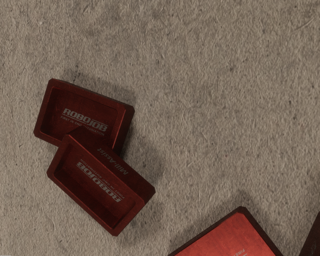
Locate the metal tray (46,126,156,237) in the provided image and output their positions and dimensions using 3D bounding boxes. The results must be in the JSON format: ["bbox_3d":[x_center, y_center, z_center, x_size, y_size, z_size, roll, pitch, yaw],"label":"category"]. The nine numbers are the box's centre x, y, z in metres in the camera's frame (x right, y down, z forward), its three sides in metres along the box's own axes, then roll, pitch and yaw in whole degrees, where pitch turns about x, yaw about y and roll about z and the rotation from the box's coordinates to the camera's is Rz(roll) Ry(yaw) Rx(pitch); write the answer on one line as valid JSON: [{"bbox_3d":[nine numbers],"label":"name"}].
[{"bbox_3d":[-0.080,0.071,0.406,0.130,0.030,0.089,40,124,6],"label":"metal tray"}]

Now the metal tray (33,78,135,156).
[{"bbox_3d":[-0.111,-0.009,0.443,0.130,0.030,0.089,21,97,18],"label":"metal tray"}]

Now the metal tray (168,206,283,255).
[{"bbox_3d":[0.077,0.169,0.379,0.130,0.030,0.090,-40,78,15],"label":"metal tray"}]

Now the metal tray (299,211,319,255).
[{"bbox_3d":[0.160,0.158,0.318,0.030,0.090,0.129,23,97,18],"label":"metal tray"}]
